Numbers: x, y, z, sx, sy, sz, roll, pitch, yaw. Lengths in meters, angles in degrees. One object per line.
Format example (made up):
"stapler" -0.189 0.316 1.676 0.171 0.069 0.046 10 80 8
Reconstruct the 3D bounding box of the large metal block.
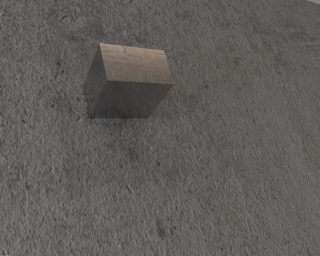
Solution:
"large metal block" -0.041 -0.053 0.378 0.081 0.080 0.050 -1 62 -29
